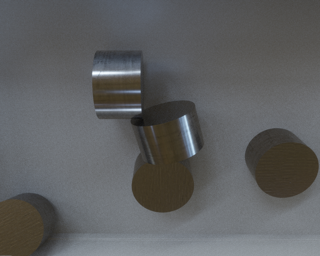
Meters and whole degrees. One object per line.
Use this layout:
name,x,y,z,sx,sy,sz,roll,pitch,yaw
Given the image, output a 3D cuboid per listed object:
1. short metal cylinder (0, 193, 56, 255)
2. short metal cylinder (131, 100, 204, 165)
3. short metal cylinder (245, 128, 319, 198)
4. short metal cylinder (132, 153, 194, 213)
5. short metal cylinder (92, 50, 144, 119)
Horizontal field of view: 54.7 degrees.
short metal cylinder,-0.193,0.135,0.431,0.081,0.050,0.080,0,87,-1
short metal cylinder,0.010,0.004,0.384,0.080,0.080,0.050,-14,110,5
short metal cylinder,0.161,0.046,0.417,0.081,0.050,0.079,0,110,-1
short metal cylinder,0.004,0.067,0.423,0.081,0.050,0.079,0,110,-1
short metal cylinder,-0.046,-0.050,0.363,0.050,0.080,0.079,0,110,0
